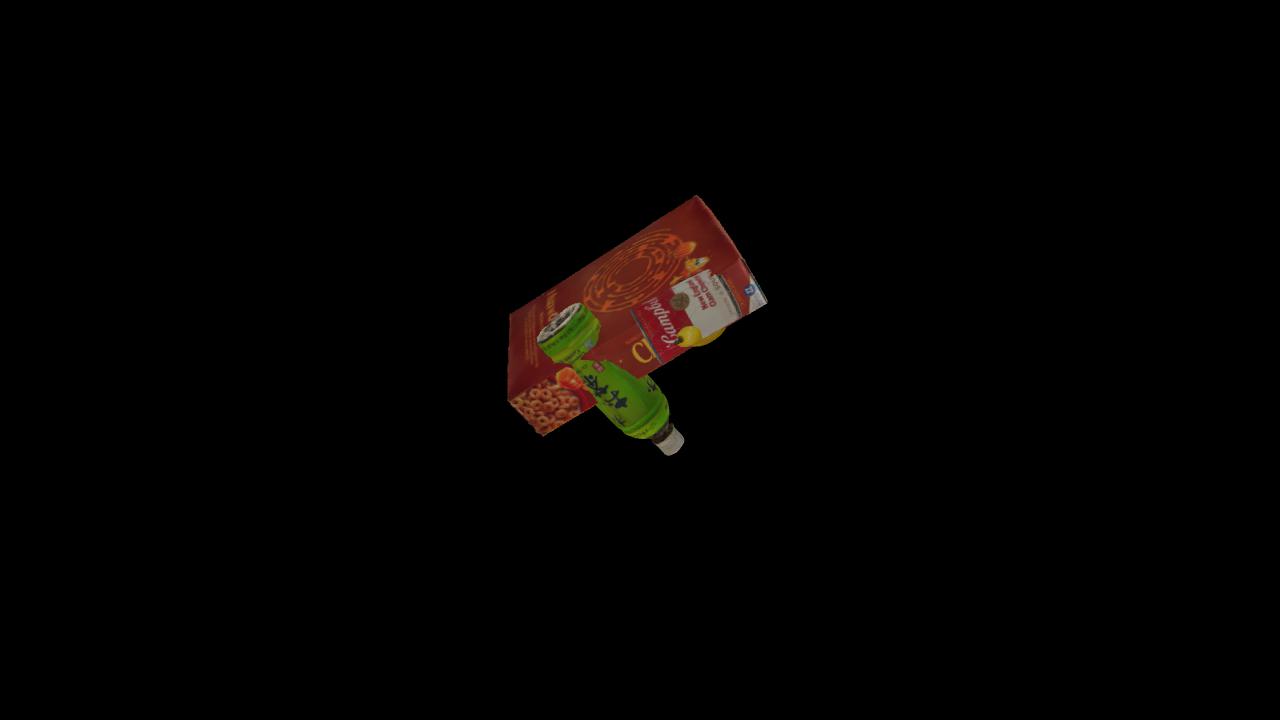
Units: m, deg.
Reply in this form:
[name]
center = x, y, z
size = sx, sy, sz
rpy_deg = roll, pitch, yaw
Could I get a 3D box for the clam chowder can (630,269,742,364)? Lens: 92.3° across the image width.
[clam chowder can]
center = 0.050, -0.049, 0.663
size = 0.102, 0.068, 0.068
rpy_deg = -29, -1, 2

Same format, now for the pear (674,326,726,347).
[pear]
center = 0.054, -0.038, 0.668
size = 0.080, 0.080, 0.111
rpy_deg = 0, 40, 32

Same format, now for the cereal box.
[cereal box]
center = -0.018, -0.061, 0.752
size = 0.306, 0.081, 0.203
rpy_deg = -31, 34, 9

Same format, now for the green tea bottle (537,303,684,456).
[green tea bottle]
center = -0.025, 0.030, 0.713
size = 0.212, 0.073, 0.073
rpy_deg = 47, -20, -20
